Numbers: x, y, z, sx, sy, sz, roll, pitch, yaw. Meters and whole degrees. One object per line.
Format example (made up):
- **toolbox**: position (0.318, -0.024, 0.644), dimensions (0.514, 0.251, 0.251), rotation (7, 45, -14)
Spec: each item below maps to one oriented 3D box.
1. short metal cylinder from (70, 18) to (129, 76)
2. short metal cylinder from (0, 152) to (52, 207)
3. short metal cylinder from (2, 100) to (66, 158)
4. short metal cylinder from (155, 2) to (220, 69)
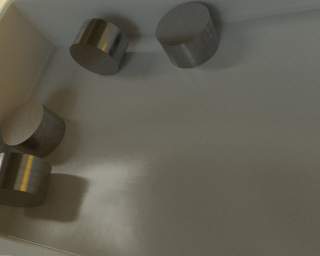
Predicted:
- **short metal cylinder**: position (-0.098, -0.129, 0.501), dimensions (0.080, 0.080, 0.050), rotation (5, 64, 30)
- **short metal cylinder**: position (-0.196, 0.074, 0.429), dimensions (0.080, 0.080, 0.050), rotation (-13, 57, 21)
- **short metal cylinder**: position (-0.200, 0.002, 0.494), dimensions (0.080, 0.050, 0.080), rotation (-13, 56, 21)
- **short metal cylinder**: position (0.041, -0.134, 0.451), dimensions (0.080, 0.050, 0.080), rotation (-13, 56, 21)
